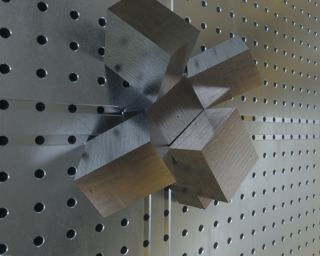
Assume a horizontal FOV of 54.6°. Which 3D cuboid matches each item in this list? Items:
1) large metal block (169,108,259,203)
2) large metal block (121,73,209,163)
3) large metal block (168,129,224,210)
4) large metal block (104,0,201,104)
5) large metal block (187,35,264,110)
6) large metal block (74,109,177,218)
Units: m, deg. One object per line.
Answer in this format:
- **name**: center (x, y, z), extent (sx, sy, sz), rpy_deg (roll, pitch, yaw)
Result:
- **large metal block**: center (0.069, 0.031, 0.383), extent (0.080, 0.050, 0.080), rpy_deg (-45, 118, -32)
- **large metal block**: center (0.011, -0.013, 0.401), extent (0.080, 0.050, 0.080), rpy_deg (-46, 117, -30)
- **large metal block**: center (0.049, 0.052, 0.432), extent (0.080, 0.050, 0.080), rpy_deg (-45, 116, -32)
- **large metal block**: center (-0.013, -0.087, 0.341), extent (0.080, 0.080, 0.050), rpy_deg (39, 59, 10)
- **large metal block**: center (0.085, -0.078, 0.422), extent (0.050, 0.080, 0.080), rpy_deg (59, 17, -23)
- **large metal block**: center (-0.034, 0.033, 0.324), extent (0.080, 0.080, 0.050), rpy_deg (-28, 113, 8)
